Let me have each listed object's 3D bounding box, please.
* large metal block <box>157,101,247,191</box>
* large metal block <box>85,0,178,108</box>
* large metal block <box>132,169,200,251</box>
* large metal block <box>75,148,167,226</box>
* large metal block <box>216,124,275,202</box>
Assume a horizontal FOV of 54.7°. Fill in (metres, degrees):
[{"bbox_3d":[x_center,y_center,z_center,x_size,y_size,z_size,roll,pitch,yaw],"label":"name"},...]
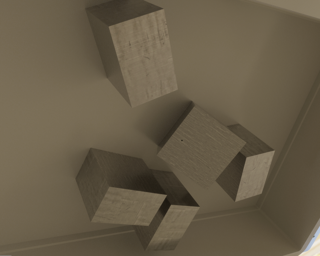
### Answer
[{"bbox_3d":[0.052,0.022,0.414,0.080,0.050,0.080,36,99,-6],"label":"large metal block"},{"bbox_3d":[-0.029,-0.079,0.310,0.050,0.080,0.080,-24,127,-14],"label":"large metal block"},{"bbox_3d":[0.000,0.117,0.447,0.050,0.080,0.080,14,111,-35],"label":"large metal block"},{"bbox_3d":[-0.051,0.074,0.392,0.081,0.080,0.050,17,109,-35],"label":"large metal block"},{"bbox_3d":[0.118,0.050,0.471,0.050,0.080,0.079,-10,123,-24],"label":"large metal block"}]
